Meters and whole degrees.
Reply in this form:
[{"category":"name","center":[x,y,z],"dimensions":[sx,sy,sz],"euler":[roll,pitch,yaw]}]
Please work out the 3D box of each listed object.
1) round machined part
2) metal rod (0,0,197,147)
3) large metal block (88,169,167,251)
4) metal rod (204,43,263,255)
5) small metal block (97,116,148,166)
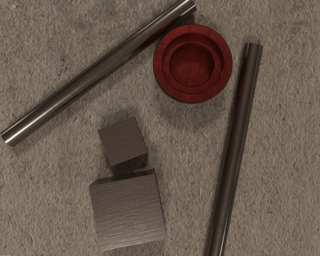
[{"category":"round machined part","center":[0.041,-0.080,0.402],"dimensions":[0.099,0.042,0.097],"euler":[0,90,-1]},{"category":"metal rod","center":[-0.080,-0.075,0.408],"dimensions":[0.301,0.025,0.025],"euler":[-37,90,-1]},{"category":"large metal block","center":[-0.039,0.102,0.397],"dimensions":[0.080,0.050,0.080],"euler":[-11,90,-1]},{"category":"metal rod","center":[0.097,0.037,0.411],"dimensions":[0.025,0.025,0.298],"euler":[11,90,-1]},{"category":"small metal block","center":[-0.048,0.017,0.409],"dimensions":[0.050,0.025,0.050],"euler":[-21,90,-1]}]
